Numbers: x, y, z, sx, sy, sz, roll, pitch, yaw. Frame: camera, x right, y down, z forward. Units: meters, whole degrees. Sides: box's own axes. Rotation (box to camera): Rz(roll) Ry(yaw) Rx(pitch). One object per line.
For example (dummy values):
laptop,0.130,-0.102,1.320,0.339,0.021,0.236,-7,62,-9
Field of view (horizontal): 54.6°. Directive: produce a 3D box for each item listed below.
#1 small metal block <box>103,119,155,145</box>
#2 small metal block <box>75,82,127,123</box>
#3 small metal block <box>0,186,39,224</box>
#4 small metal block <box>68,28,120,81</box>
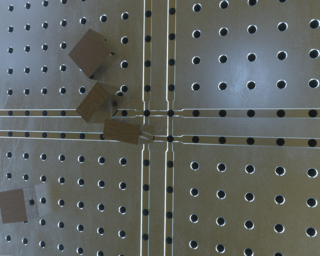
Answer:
small metal block,-0.040,0.004,0.414,0.050,0.050,0.025,10,94,20
small metal block,-0.080,-0.033,0.428,0.025,0.050,0.050,44,104,15
small metal block,-0.225,0.122,0.493,0.050,0.025,0.050,-11,86,19
small metal block,-0.095,-0.105,0.447,0.050,0.025,0.050,-45,76,14
